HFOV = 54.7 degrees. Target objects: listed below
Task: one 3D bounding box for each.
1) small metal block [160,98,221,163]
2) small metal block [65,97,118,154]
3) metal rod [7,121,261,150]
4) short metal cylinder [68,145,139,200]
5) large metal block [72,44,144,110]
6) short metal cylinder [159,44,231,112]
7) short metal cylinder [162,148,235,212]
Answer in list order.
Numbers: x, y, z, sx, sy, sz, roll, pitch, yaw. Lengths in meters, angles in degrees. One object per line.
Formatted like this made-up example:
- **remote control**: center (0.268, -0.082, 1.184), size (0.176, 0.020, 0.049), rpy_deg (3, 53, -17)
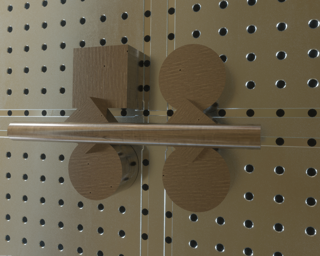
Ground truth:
- **small metal block**: center (0.035, 0.003, 0.347), size (0.050, 0.025, 0.050), rpy_deg (42, 103, 15)
- **small metal block**: center (-0.084, -0.003, 0.390), size (0.050, 0.025, 0.050), rpy_deg (-42, 77, 15)
- **metal rod**: center (-0.045, 0.006, 0.348), size (0.301, 0.025, 0.025), rpy_deg (1, 90, 19)
- **short metal cylinder**: center (-0.077, 0.054, 0.425), size (0.080, 0.050, 0.080), rpy_deg (0, 90, 20)
- **large metal block**: center (-0.070, -0.066, 0.423), size (0.080, 0.050, 0.080), rpy_deg (1, 91, 20)
- **short metal cylinder**: center (0.045, -0.058, 0.384), size (0.080, 0.050, 0.080), rpy_deg (0, 90, 20)
- **short metal cylinder**: center (0.049, 0.058, 0.382), size (0.080, 0.050, 0.080), rpy_deg (0, 90, 20)
